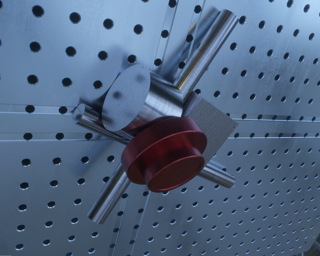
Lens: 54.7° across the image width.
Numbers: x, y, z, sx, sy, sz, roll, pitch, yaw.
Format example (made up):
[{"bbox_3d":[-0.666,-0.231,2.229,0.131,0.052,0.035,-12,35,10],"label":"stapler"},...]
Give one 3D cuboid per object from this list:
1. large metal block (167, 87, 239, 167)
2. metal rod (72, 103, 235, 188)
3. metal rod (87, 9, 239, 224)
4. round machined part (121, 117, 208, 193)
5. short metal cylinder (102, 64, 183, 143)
[{"bbox_3d":[0.044,-0.001,0.416,0.080,0.050,0.080,29,102,-38],"label":"large metal block"},{"bbox_3d":[0.014,0.038,0.443,0.301,0.025,0.025,27,103,-38],"label":"metal rod"},{"bbox_3d":[0.002,-0.012,0.381,0.025,0.025,0.299,32,93,-39],"label":"metal rod"},{"bbox_3d":[0.010,0.036,0.345,0.099,0.042,0.098,-21,148,-14],"label":"round machined part"},{"bbox_3d":[-0.021,-0.024,0.350,0.050,0.080,0.080,28,103,-38],"label":"short metal cylinder"}]
